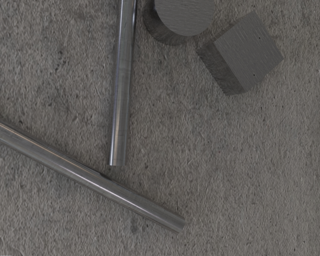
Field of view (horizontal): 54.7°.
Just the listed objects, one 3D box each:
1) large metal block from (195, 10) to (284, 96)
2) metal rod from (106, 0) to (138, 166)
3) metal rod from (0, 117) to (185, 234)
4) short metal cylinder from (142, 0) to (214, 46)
[{"bbox_3d":[0.112,-0.103,0.437,0.080,0.050,0.080,-41,103,-16],"label":"large metal block"},{"bbox_3d":[-0.045,-0.103,0.392,0.025,0.025,0.298,4,89,-20],"label":"metal rod"},{"bbox_3d":[-0.095,0.055,0.374,0.301,0.025,0.025,32,80,-17],"label":"metal rod"},{"bbox_3d":[0.023,-0.153,0.404,0.081,0.050,0.080,0,90,-20],"label":"short metal cylinder"}]
